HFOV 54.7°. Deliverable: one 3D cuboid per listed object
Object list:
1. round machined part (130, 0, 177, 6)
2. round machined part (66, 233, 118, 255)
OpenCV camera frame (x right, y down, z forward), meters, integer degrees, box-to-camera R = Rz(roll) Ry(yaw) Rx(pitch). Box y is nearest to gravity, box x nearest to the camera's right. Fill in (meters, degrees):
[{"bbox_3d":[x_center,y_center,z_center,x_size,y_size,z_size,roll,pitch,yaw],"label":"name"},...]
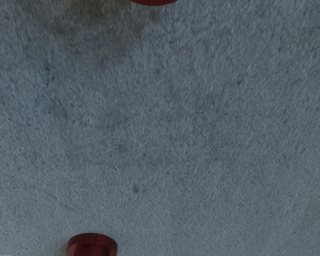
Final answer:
[{"bbox_3d":[-0.006,-0.159,0.260,0.099,0.042,0.097,-1,130,0],"label":"round machined part"},{"bbox_3d":[-0.134,0.251,0.608,0.099,0.042,0.097,-1,130,0],"label":"round machined part"}]
